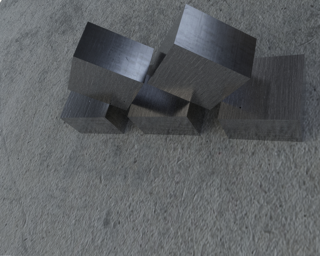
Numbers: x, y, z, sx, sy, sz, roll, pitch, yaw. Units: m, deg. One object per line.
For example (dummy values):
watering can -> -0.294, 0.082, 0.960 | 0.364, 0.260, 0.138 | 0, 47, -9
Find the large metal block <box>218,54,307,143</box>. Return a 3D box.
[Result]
large metal block -> 0.117, -0.032, 0.347 | 0.080, 0.050, 0.080 | 2, 62, 28

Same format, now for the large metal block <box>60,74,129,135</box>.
large metal block -> -0.088, -0.038, 0.457 | 0.080, 0.050, 0.080 | 0, 62, 28

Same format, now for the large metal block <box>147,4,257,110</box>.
large metal block -> 0.042, -0.070, 0.329 | 0.080, 0.080, 0.050 | 137, 152, -62

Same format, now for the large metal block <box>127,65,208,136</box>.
large metal block -> 0.015, -0.037, 0.404 | 0.080, 0.050, 0.080 | 1, 62, 28

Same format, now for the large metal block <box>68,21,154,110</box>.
large metal block -> -0.063, -0.072, 0.381 | 0.080, 0.080, 0.050 | 19, 65, -13
